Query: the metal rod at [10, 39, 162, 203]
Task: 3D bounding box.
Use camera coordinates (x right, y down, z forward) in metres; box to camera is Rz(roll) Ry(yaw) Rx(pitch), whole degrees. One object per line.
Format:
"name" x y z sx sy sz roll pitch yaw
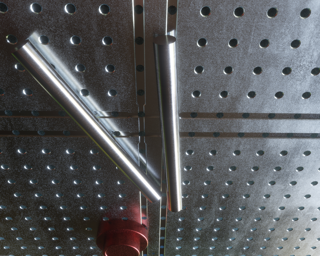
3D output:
"metal rod" -0.080 0.011 0.420 0.025 0.025 0.300 -23 127 18

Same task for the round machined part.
"round machined part" -0.072 0.219 0.586 0.099 0.042 0.097 -1 130 0

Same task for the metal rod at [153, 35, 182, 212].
"metal rod" 0.015 0.019 0.427 0.025 0.025 0.298 -3 130 2
